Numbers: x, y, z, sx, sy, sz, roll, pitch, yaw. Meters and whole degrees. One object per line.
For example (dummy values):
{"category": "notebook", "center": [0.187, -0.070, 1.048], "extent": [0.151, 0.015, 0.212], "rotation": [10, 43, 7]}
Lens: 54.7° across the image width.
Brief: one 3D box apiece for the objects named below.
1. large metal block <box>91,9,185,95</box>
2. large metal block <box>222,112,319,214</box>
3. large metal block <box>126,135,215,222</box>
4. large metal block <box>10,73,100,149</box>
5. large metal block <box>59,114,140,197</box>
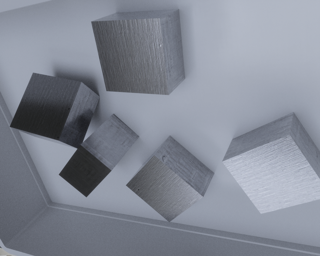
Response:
{"category": "large metal block", "center": [-0.021, -0.086, 0.349], "extent": [0.080, 0.050, 0.079], "rotation": [6, 121, 24]}
{"category": "large metal block", "center": [0.131, 0.041, 0.348], "extent": [0.080, 0.050, 0.080], "rotation": [-30, 102, 37]}
{"category": "large metal block", "center": [0.013, 0.071, 0.428], "extent": [0.080, 0.050, 0.080], "rotation": [41, 129, 0]}
{"category": "large metal block", "center": [-0.141, -0.023, 0.423], "extent": [0.080, 0.080, 0.050], "rotation": [13, 167, 20]}
{"category": "large metal block", "center": [-0.085, 0.039, 0.439], "extent": [0.050, 0.080, 0.080], "rotation": [41, 129, -4]}
